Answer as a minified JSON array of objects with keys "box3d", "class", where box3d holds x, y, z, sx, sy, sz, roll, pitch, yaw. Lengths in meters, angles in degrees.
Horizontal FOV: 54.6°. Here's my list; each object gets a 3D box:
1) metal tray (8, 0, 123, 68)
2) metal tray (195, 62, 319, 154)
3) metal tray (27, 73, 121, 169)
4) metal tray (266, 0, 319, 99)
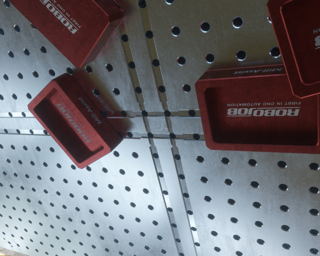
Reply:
[{"box3d":[-0.119,-0.150,0.379,0.130,0.030,0.090,45,129,-4],"class":"metal tray"},{"box3d":[0.110,-0.019,0.337,0.130,0.030,0.090,0,119,28],"class":"metal tray"},{"box3d":[-0.131,-0.007,0.473,0.090,0.030,0.130,-30,102,38],"class":"metal tray"},{"box3d":[0.163,-0.085,0.245,0.130,0.030,0.090,-16,92,29],"class":"metal tray"}]
